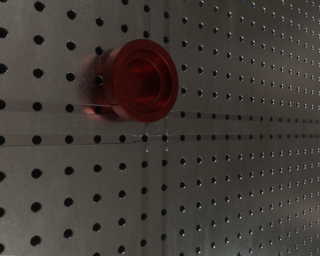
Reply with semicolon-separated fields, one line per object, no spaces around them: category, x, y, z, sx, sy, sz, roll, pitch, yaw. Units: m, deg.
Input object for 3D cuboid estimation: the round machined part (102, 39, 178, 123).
round machined part;-0.027;-0.055;0.377;0.099;0.042;0.097;0;90;-40
